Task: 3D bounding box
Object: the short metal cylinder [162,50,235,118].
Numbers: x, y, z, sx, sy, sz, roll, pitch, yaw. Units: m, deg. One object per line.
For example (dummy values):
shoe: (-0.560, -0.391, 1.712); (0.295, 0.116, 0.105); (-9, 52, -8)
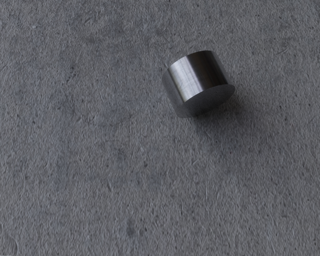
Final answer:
short metal cylinder: (0.049, -0.054, 0.399); (0.080, 0.080, 0.050); (-21, 71, -7)
